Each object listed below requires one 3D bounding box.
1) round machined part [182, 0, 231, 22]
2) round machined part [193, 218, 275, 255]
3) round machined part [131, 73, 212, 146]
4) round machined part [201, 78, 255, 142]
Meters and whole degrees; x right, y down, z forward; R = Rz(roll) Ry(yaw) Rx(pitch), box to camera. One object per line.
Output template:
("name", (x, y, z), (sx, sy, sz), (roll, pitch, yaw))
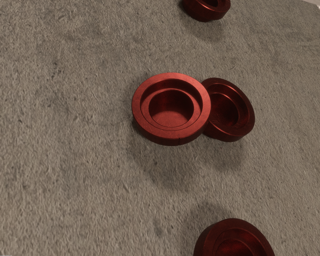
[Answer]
("round machined part", (0.081, -0.240, 0.585), (0.099, 0.042, 0.098), (14, 56, -21))
("round machined part", (0.079, 0.154, 0.343), (0.099, 0.042, 0.098), (14, 56, -21))
("round machined part", (0.014, -0.020, 0.399), (0.099, 0.042, 0.098), (0, 61, 1))
("round machined part", (0.087, -0.023, 0.455), (0.099, 0.042, 0.098), (14, 56, -22))
